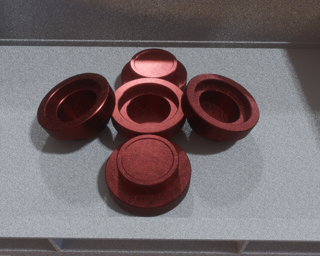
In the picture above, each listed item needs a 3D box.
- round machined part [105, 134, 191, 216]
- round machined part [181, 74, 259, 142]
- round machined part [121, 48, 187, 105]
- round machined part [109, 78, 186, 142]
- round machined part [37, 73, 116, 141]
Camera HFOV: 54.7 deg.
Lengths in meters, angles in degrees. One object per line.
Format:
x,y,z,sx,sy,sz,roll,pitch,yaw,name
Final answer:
-0.013,0.046,0.353,0.099,0.042,0.098,0,50,0,round machined part
0.073,-0.021,0.399,0.099,0.042,0.098,11,49,-13,round machined part
-0.009,-0.081,0.460,0.099,0.042,0.098,0,50,0,round machined part
-0.015,-0.018,0.406,0.099,0.042,0.098,0,50,0,round machined part
-0.102,-0.023,0.400,0.098,0.042,0.098,-11,48,13,round machined part
